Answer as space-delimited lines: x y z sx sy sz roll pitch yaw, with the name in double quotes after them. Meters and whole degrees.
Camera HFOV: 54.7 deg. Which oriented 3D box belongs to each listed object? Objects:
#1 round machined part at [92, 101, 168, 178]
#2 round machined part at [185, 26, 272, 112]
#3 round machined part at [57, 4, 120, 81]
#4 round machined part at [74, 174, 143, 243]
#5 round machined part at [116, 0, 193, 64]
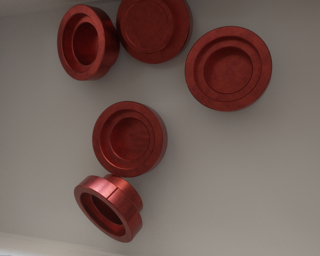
-0.036 0.015 0.412 0.098 0.042 0.097 -1 88 18 "round machined part"
0.083 -0.068 0.372 0.098 0.042 0.097 0 90 19 "round machined part"
-0.093 -0.114 0.423 0.098 0.042 0.097 7 102 37 "round machined part"
-0.061 0.099 0.405 0.098 0.042 0.097 24 137 25 "round machined part"
-0.011 -0.130 0.390 0.098 0.042 0.097 6 110 16 "round machined part"
